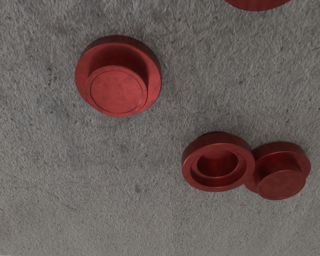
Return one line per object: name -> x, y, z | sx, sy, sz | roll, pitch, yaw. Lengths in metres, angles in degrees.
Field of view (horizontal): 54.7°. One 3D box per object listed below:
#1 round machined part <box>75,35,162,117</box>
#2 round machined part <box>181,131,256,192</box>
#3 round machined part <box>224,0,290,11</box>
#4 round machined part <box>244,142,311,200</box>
round machined part -> -0.047, -0.051, 0.352 | 0.099, 0.042, 0.097 | 0, 130, 0
round machined part -> 0.079, 0.043, 0.433 | 0.099, 0.042, 0.097 | 0, 130, 0
round machined part -> 0.086, -0.156, 0.264 | 0.099, 0.042, 0.097 | 0, 130, 0
round machined part -> 0.172, 0.069, 0.454 | 0.099, 0.042, 0.097 | -2, 131, -2
